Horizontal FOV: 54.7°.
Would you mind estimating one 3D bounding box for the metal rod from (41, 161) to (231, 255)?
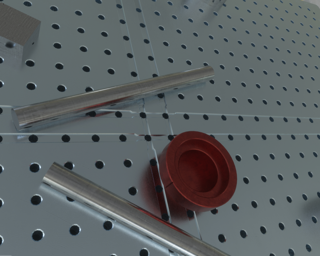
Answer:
[{"bbox_3d":[0.013,0.121,0.341,0.301,0.025,0.025,30,52,-9],"label":"metal rod"}]

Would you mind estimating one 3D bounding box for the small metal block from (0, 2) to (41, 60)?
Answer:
[{"bbox_3d":[-0.183,-0.120,0.382,0.050,0.025,0.050,24,53,-14],"label":"small metal block"}]

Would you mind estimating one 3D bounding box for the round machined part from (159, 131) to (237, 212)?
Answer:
[{"bbox_3d":[0.043,0.056,0.386,0.099,0.042,0.098,14,56,-21],"label":"round machined part"}]

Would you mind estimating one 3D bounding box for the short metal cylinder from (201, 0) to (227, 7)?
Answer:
[{"bbox_3d":[0.112,-0.296,0.633,0.081,0.050,0.080,13,56,-21],"label":"short metal cylinder"}]

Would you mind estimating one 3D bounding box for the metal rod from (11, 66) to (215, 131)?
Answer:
[{"bbox_3d":[-0.037,-0.049,0.417,0.302,0.025,0.025,-19,72,-35],"label":"metal rod"}]
